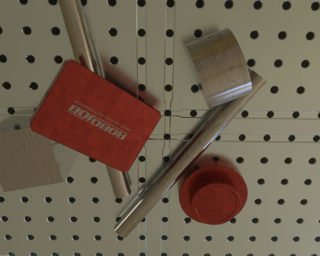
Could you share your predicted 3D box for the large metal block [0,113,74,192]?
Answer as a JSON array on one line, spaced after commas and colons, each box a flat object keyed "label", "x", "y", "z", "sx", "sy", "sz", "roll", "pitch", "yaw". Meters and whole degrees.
[{"label": "large metal block", "x": -0.171, "y": 0.031, "z": 0.409, "sx": 0.080, "sy": 0.050, "sz": 0.079, "roll": -10, "pitch": 110, "yaw": 3}]

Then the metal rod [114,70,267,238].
[{"label": "metal rod", "x": 0.033, "y": 0.045, "z": 0.430, "sx": 0.025, "sy": 0.025, "sz": 0.299, "roll": 36, "pitch": 106, "yaw": -13}]

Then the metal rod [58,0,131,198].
[{"label": "metal rod", "x": -0.082, "y": -0.043, "z": 0.396, "sx": 0.025, "sy": 0.025, "sz": 0.298, "roll": -11, "pitch": 110, "yaw": 3}]

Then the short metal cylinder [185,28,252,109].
[{"label": "short metal cylinder", "x": 0.067, "y": -0.068, "z": 0.360, "sx": 0.050, "sy": 0.080, "sz": 0.080, "roll": -21, "pitch": 109, "yaw": 7}]

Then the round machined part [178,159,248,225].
[{"label": "round machined part", "x": 0.076, "y": 0.098, "z": 0.442, "sx": 0.099, "sy": 0.042, "sz": 0.097, "roll": 0, "pitch": 110, "yaw": -1}]

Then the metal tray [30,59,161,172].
[{"label": "metal tray", "x": -0.075, "y": -0.012, "z": 0.376, "sx": 0.131, "sy": 0.030, "sz": 0.090, "roll": 30, "pitch": 92, "yaw": -26}]
